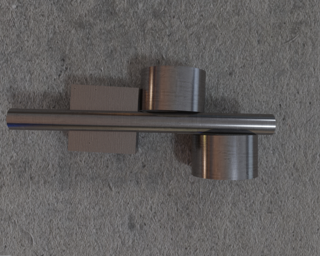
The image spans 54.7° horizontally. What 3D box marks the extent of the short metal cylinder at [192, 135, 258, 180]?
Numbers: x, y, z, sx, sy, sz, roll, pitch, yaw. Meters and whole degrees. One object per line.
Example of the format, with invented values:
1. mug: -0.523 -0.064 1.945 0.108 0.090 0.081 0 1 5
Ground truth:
1. short metal cylinder: 0.080 0.033 0.384 0.081 0.080 0.050 0 90 -1

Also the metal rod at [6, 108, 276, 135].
1. metal rod: -0.020 -0.007 0.360 0.302 0.025 0.025 1 90 -2

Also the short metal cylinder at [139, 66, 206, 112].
1. short metal cylinder: 0.016 -0.045 0.385 0.081 0.080 0.050 2 90 -1

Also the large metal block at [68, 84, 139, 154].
1. large metal block: -0.068 -0.011 0.395 0.081 0.050 0.079 3 90 -1

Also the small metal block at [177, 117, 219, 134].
1. small metal block: 0.046 -0.005 0.398 0.050 0.050 0.025 1 90 -1
